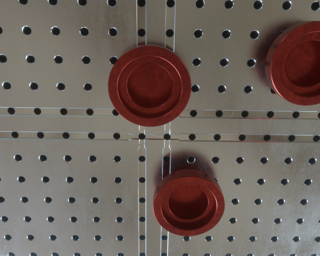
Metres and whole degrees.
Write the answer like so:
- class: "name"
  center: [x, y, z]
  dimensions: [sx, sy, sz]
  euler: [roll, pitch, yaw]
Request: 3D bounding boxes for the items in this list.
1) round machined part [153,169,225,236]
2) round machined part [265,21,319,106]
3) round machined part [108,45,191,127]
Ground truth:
- class: "round machined part"
  center: [0.040, 0.101, 0.442]
  dimensions: [0.099, 0.042, 0.097]
  euler: [0, 110, -1]
- class: "round machined part"
  center: [0.177, -0.080, 0.378]
  dimensions: [0.099, 0.042, 0.097]
  euler: [0, 110, -1]
- class: "round machined part"
  center: [-0.012, -0.054, 0.384]
  dimensions: [0.099, 0.042, 0.097]
  euler: [0, 110, -1]
